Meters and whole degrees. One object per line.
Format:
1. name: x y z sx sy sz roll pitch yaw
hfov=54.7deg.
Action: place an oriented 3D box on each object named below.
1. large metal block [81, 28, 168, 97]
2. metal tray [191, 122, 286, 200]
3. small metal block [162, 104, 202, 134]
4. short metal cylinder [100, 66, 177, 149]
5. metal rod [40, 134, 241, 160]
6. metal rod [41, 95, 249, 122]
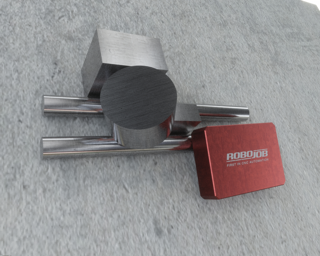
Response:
1. large metal block: -0.048 -0.072 0.390 0.081 0.080 0.050 1 62 -28
2. metal tray: 0.109 0.041 0.419 0.131 0.030 0.090 -3 81 -31
3. small metal block: 0.017 -0.008 0.404 0.050 0.050 0.025 1 62 -28
4. short metal cylinder: -0.023 -0.023 0.346 0.081 0.050 0.080 1 63 -1
5. metal rod: 0.008 0.021 0.399 0.303 0.025 0.025 0 62 -29
6. metal rod: 0.001 -0.024 0.422 0.303 0.025 0.025 1 62 -28
